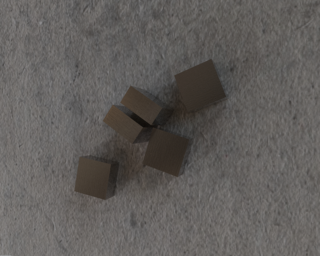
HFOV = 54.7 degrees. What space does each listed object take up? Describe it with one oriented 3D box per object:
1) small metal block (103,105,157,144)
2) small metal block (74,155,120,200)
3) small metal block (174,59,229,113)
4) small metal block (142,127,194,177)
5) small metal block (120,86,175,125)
[{"bbox_3d":[-0.038,-0.005,0.408,0.050,0.050,0.025,37,102,16],"label":"small metal block"},{"bbox_3d":[-0.089,0.069,0.439,0.050,0.025,0.050,11,94,19],"label":"small metal block"},{"bbox_3d":[0.053,-0.052,0.390,0.050,0.025,0.050,-22,83,18],"label":"small metal block"},{"bbox_3d":[0.011,0.030,0.404,0.050,0.025,0.050,18,96,18],"label":"small metal block"},{"bbox_3d":[-0.015,-0.028,0.400,0.050,0.050,0.025,36,102,16],"label":"small metal block"}]
